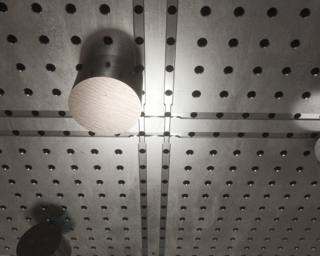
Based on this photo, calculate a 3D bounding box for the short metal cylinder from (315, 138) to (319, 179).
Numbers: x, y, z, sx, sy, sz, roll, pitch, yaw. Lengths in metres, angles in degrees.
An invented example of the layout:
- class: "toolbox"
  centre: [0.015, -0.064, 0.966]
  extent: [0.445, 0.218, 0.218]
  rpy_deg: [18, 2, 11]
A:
- class: "short metal cylinder"
  centre: [0.256, 0.044, 0.417]
  extent: [0.080, 0.080, 0.050]
  rpy_deg: [-18, 128, 14]

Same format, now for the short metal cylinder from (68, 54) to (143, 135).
- class: "short metal cylinder"
  centre: [-0.061, -0.038, 0.362]
  extent: [0.081, 0.050, 0.079]
  rpy_deg: [0, 130, 0]

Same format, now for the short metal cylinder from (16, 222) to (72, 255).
- class: "short metal cylinder"
  centre: [-0.208, 0.219, 0.559]
  extent: [0.080, 0.080, 0.050]
  rpy_deg: [-7, 130, 5]
